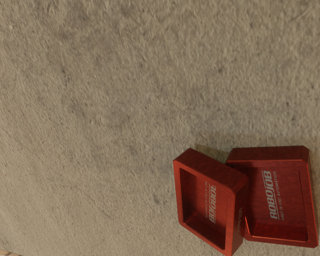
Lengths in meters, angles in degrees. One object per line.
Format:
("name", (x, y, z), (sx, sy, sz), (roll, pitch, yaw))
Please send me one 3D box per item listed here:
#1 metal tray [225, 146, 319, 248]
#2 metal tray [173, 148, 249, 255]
("metal tray", (0.140, 0.086, 0.382), (0.090, 0.030, 0.129), (-5, 116, 30))
("metal tray", (0.064, 0.098, 0.403), (0.090, 0.030, 0.129), (25, 136, 37))
